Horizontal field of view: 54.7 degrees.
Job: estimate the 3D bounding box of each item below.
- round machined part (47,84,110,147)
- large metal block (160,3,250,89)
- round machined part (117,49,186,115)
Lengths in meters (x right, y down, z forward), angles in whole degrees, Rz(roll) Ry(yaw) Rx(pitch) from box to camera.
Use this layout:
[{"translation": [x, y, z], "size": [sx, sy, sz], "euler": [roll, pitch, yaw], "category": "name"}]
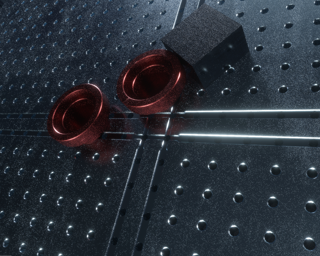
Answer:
[{"translation": [-0.117, -0.015, 0.468], "size": [0.098, 0.042, 0.098], "euler": [-13, 56, 21], "category": "round machined part"}, {"translation": [0.062, -0.115, 0.430], "size": [0.080, 0.050, 0.080], "euler": [-40, 51, 1], "category": "large metal block"}, {"translation": [-0.009, -0.060, 0.439], "size": [0.098, 0.042, 0.098], "euler": [-13, 56, 21], "category": "round machined part"}]
